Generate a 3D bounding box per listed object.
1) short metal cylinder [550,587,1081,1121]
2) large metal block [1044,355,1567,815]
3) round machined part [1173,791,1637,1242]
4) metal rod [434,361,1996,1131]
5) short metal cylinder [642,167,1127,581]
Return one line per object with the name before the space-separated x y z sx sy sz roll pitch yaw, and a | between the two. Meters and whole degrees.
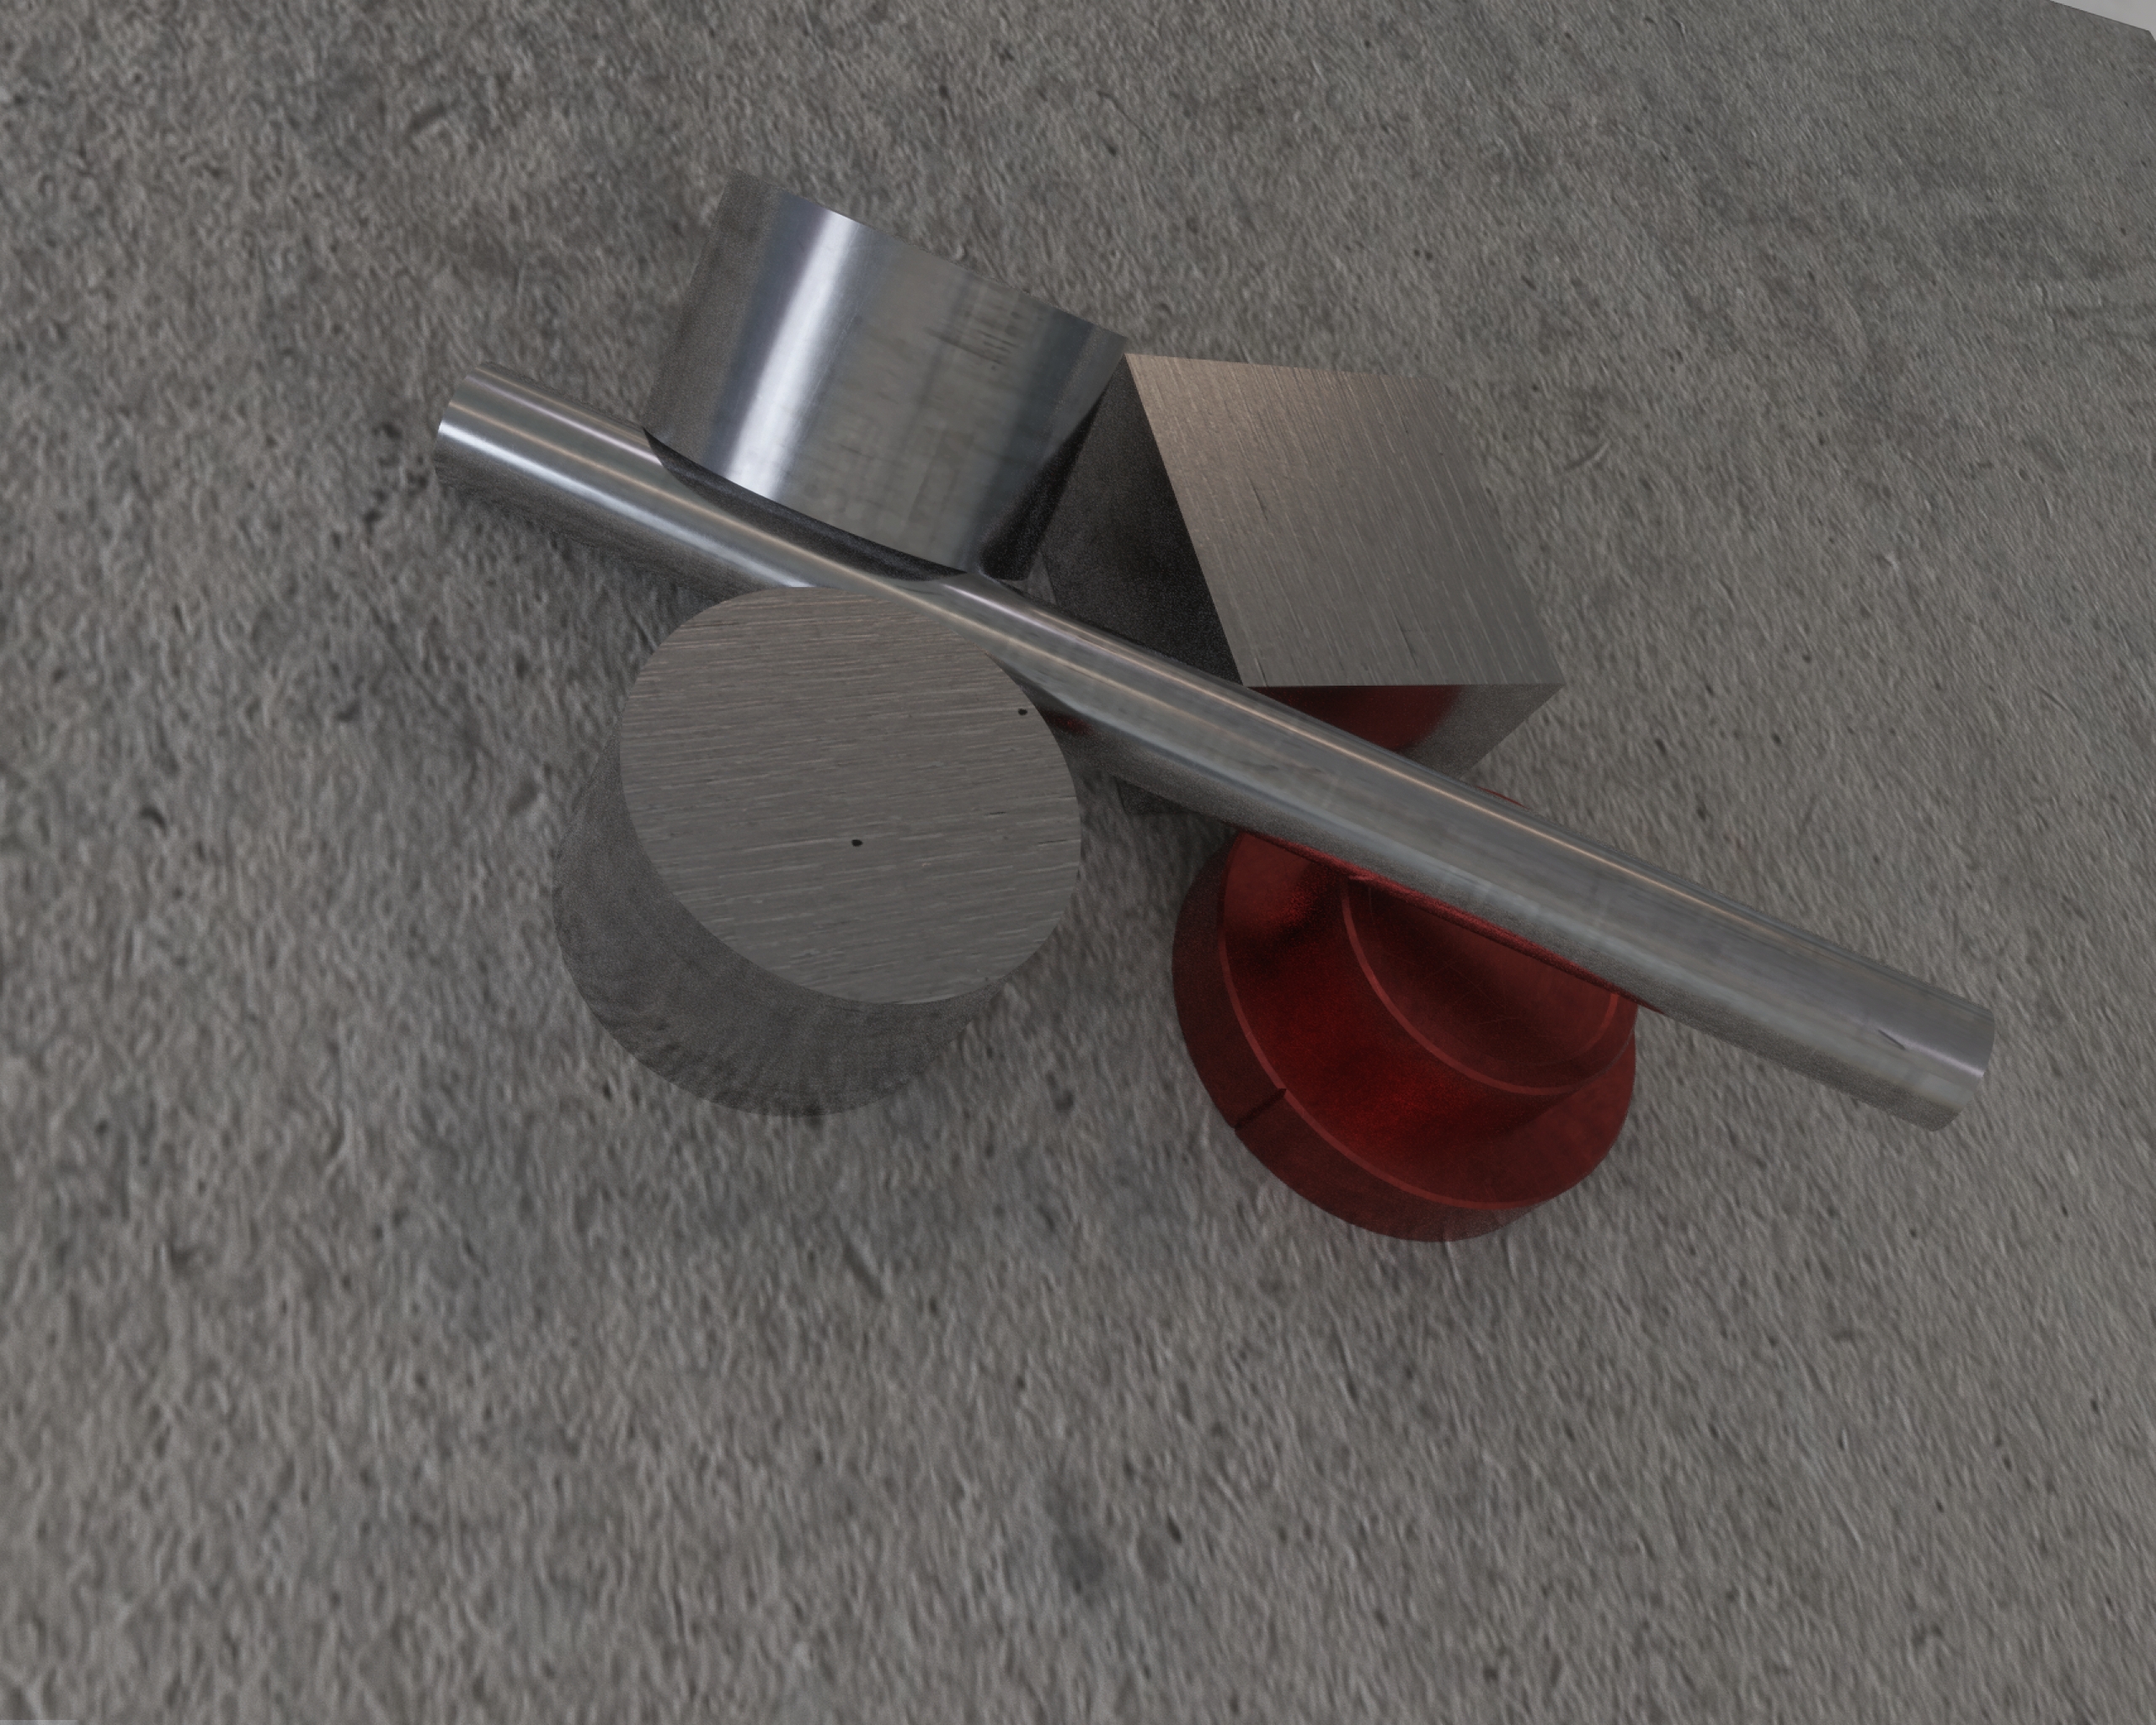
short metal cylinder | -0.046 -0.001 0.366 0.081 0.050 0.080 14 56 -21
large metal block | 0.045 -0.058 0.446 0.081 0.050 0.080 -3 63 -30
round machined part | 0.072 0.023 0.418 0.099 0.042 0.098 14 56 -21
metal rod | 0.023 -0.023 0.388 0.301 0.025 0.025 24 52 3
short metal cylinder | -0.037 -0.094 0.402 0.080 0.050 0.080 22 14 -6
